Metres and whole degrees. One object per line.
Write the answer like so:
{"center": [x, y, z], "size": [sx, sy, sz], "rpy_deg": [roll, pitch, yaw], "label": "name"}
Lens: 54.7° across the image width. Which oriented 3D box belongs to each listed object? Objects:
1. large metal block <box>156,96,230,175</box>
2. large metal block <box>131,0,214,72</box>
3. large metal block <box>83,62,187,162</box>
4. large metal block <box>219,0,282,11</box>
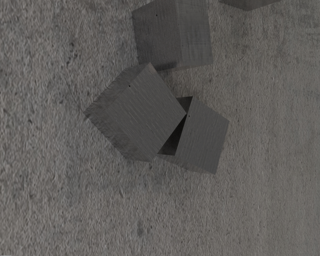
{"center": [0.042, 0.012, 0.423], "size": [0.080, 0.050, 0.080], "rpy_deg": [29, 72, -36], "label": "large metal block"}
{"center": [0.014, -0.112, 0.380], "size": [0.050, 0.080, 0.079], "rpy_deg": [-13, 99, -39], "label": "large metal block"}
{"center": [-0.027, -0.018, 0.365], "size": [0.080, 0.050, 0.080], "rpy_deg": [52, 60, -27], "label": "large metal block"}
{"center": [0.150, -0.230, 0.494], "size": [0.081, 0.080, 0.050], "rpy_deg": [-4, 93, -40], "label": "large metal block"}
